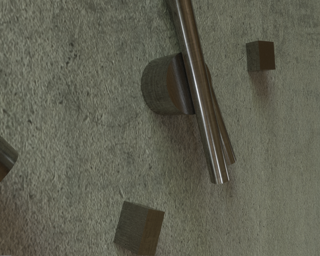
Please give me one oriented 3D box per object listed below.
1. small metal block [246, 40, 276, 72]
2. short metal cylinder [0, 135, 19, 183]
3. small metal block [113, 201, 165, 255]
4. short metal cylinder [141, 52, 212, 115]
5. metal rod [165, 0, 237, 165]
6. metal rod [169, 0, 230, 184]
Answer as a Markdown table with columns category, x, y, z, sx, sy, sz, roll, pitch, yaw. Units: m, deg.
| category | x | y | z | sx | sy | sz | roll | pitch | yaw |
| --- | --- | --- | --- | --- | --- | --- | --- | --- | --- |
| small metal block | 0.181 | -0.128 | 0.556 | 0.050 | 0.025 | 0.050 | -10 | 96 | -40 |
| short metal cylinder | -0.159 | 0.028 | 0.235 | 0.080 | 0.080 | 0.050 | -50 | 120 | -28 |
| small metal block | -0.025 | 0.118 | 0.367 | 0.025 | 0.050 | 0.050 | 23 | 76 | -38 |
| short metal cylinder | 0.022 | -0.057 | 0.407 | 0.081 | 0.050 | 0.079 | 0 | 90 | -40 |
| metal rod | 0.058 | -0.079 | 0.452 | 0.025 | 0.025 | 0.299 | -34 | 111 | -35 |
| metal rod | 0.043 | -0.074 | 0.375 | 0.025 | 0.025 | 0.298 | -24 | 105 | -38 |
